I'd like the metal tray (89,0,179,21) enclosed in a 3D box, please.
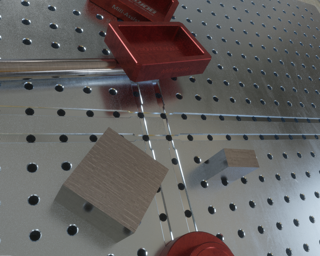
[{"bbox_3d":[-0.040,-0.212,0.514,0.131,0.030,0.090,29,52,-10],"label":"metal tray"}]

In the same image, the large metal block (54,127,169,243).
[{"bbox_3d":[-0.050,0.060,0.330,0.080,0.050,0.080,36,51,-5],"label":"large metal block"}]

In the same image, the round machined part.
[{"bbox_3d":[0.048,0.160,0.327,0.099,0.042,0.098,14,56,-21],"label":"round machined part"}]

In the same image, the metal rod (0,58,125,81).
[{"bbox_3d":[-0.124,-0.074,0.387,0.303,0.025,0.025,-9,66,-32],"label":"metal rod"}]

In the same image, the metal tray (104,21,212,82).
[{"bbox_3d":[-0.001,-0.113,0.442,0.131,0.030,0.090,-14,58,-35],"label":"metal tray"}]

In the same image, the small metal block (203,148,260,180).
[{"bbox_3d":[0.094,0.050,0.414,0.050,0.050,0.025,5,60,-26],"label":"small metal block"}]
